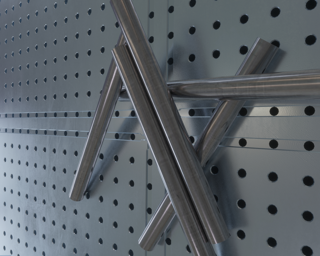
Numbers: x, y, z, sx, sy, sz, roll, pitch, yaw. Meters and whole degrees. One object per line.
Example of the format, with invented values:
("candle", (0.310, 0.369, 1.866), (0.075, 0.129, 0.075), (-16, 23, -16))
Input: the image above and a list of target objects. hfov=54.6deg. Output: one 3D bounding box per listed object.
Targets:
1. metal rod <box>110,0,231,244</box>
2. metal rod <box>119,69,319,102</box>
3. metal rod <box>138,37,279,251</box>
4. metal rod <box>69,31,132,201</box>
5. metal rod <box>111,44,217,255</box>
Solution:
("metal rod", (0.009, -0.015, 0.355), (0.025, 0.025, 0.299), (-26, 84, 37))
("metal rod", (0.044, -0.043, 0.346), (0.299, 0.025, 0.025), (5, 93, 48))
("metal rod", (0.046, 0.036, 0.371), (0.025, 0.025, 0.298), (42, 115, 32))
("metal rod", (-0.089, -0.004, 0.459), (0.025, 0.025, 0.298), (43, 124, 31))
("metal rod", (0.008, 0.042, 0.364), (0.025, 0.025, 0.299), (-26, 83, 37))
